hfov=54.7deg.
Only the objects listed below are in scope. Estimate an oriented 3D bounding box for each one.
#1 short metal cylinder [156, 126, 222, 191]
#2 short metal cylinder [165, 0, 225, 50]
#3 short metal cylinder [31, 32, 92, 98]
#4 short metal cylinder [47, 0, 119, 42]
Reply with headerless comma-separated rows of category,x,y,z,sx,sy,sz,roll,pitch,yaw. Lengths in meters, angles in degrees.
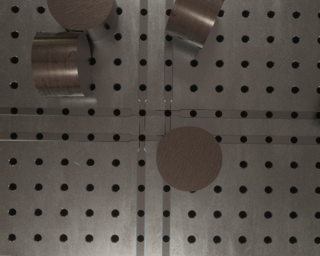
short metal cylinder,0.036,0.037,0.401,0.081,0.050,0.079,0,90,-1
short metal cylinder,0.046,-0.145,0.386,0.050,0.080,0.080,24,90,-1
short metal cylinder,-0.118,-0.078,0.384,0.050,0.080,0.079,-1,90,0
short metal cylinder,-0.097,-0.158,0.400,0.081,0.050,0.079,0,90,-1
